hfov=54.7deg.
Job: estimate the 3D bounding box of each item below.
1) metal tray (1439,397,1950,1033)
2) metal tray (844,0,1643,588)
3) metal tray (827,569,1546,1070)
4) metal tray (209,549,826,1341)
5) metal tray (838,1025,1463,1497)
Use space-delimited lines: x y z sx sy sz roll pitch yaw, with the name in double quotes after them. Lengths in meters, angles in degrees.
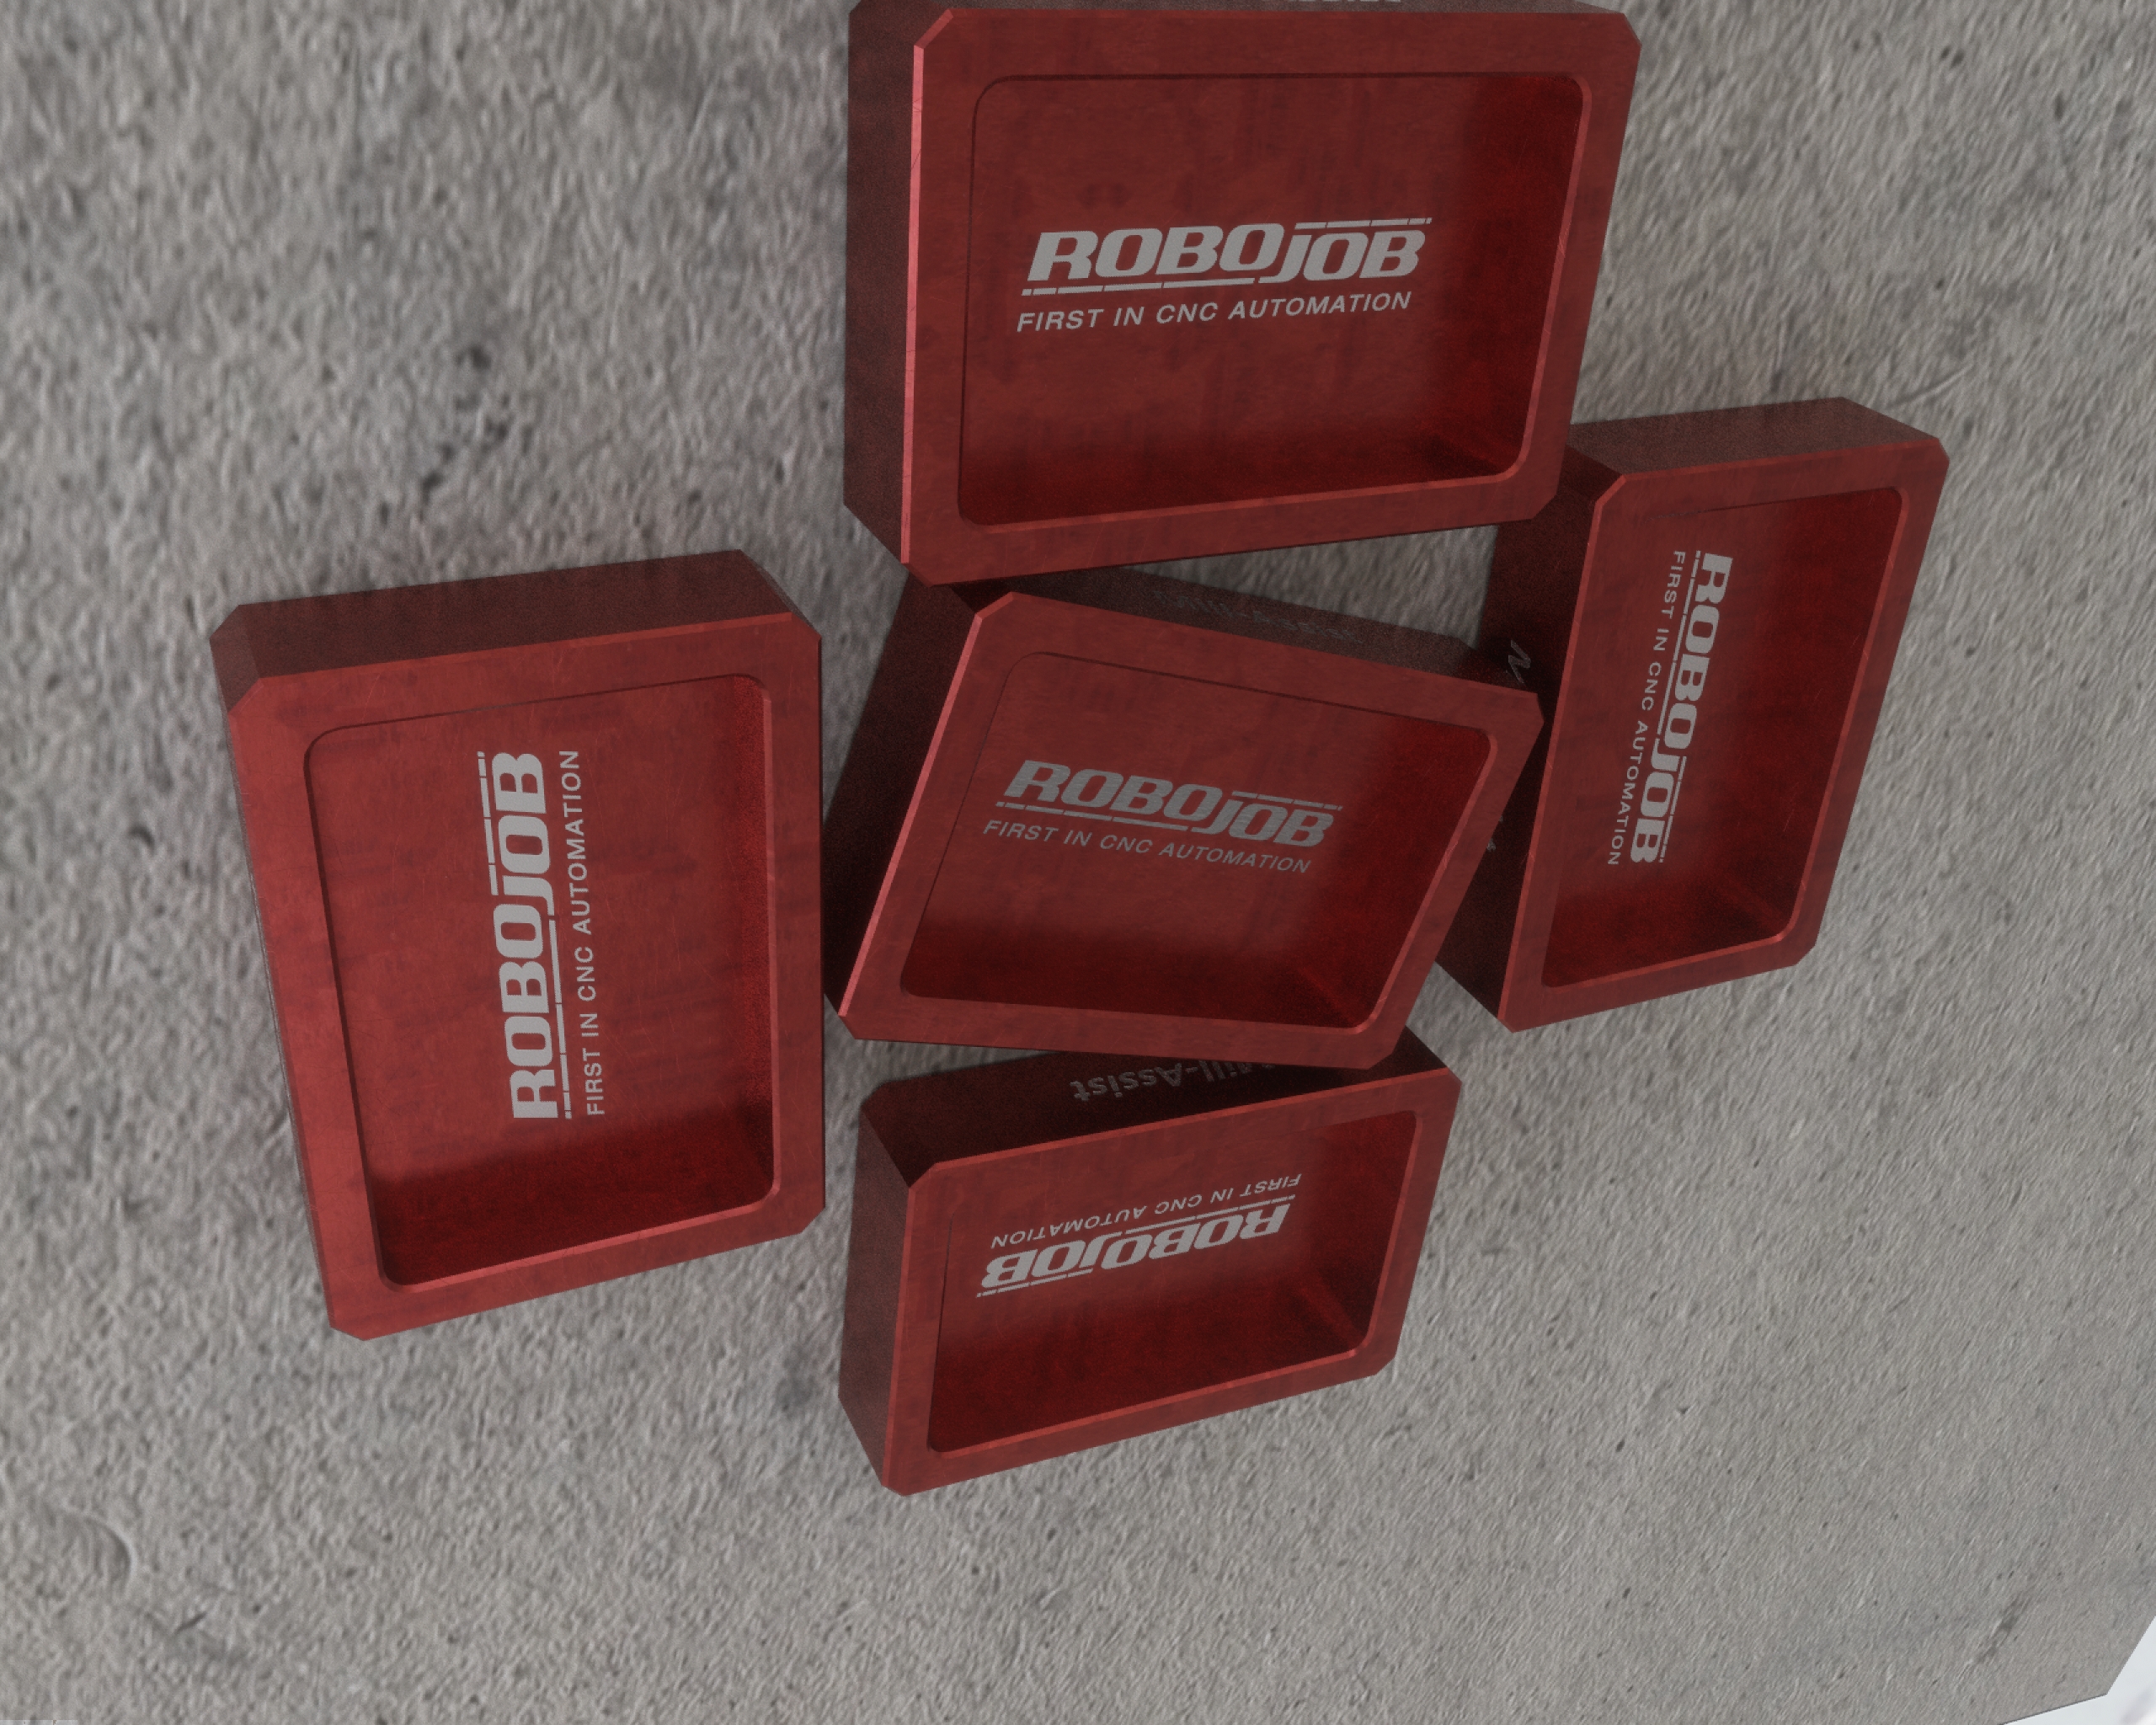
0.130 -0.031 0.454 0.091 0.030 0.129 -10 123 -23 "metal tray"
0.027 -0.100 0.356 0.131 0.030 0.089 -10 123 -23 "metal tray"
0.019 -0.007 0.409 0.131 0.030 0.089 7 115 -32 "metal tray"
-0.092 0.015 0.362 0.091 0.030 0.129 -11 123 -23 "metal tray"
0.016 0.084 0.463 0.131 0.030 0.089 -7 122 -25 "metal tray"
